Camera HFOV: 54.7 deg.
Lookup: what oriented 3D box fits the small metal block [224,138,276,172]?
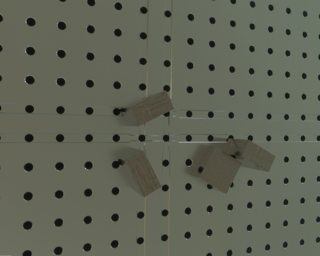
[{"bbox_3d":[0.127,0.039,0.448,0.050,0.050,0.025,30,80,-18],"label":"small metal block"}]

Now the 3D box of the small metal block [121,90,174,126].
[{"bbox_3d":[-0.017,-0.024,0.394,0.050,0.050,0.025,-27,99,-18],"label":"small metal block"}]

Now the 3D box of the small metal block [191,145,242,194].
[{"bbox_3d":[0.081,0.059,0.444,0.050,0.025,0.050,33,79,-18],"label":"small metal block"}]

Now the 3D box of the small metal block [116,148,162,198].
[{"bbox_3d":[-0.028,0.054,0.390,0.025,0.050,0.050,-29,100,-18],"label":"small metal block"}]
